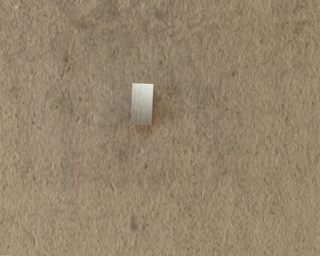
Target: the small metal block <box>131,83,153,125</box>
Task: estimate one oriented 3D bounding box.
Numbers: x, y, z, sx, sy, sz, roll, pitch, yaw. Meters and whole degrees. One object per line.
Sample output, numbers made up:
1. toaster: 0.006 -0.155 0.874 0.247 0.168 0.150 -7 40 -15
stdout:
1. small metal block: -0.021 -0.029 0.397 0.025 0.050 0.050 2 90 0
